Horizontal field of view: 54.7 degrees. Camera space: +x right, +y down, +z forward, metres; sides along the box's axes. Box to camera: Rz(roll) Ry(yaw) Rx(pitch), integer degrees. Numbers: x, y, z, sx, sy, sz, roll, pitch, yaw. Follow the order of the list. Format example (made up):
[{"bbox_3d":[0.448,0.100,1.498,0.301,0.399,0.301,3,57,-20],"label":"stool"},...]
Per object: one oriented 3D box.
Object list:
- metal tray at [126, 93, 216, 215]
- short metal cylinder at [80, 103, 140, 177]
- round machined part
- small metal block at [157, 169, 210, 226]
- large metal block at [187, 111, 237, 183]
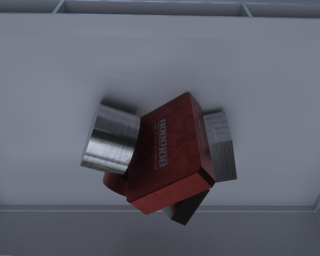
[{"bbox_3d":[0.009,0.025,0.359,0.090,0.130,0.030,-28,126,21],"label":"metal tray"},{"bbox_3d":[-0.062,0.015,0.382,0.050,0.080,0.079,18,128,-15],"label":"short metal cylinder"},{"bbox_3d":[-0.025,0.065,0.427,0.099,0.098,0.042,16,93,-14],"label":"round machined part"},{"bbox_3d":[0.023,0.078,0.368,0.025,0.050,0.050,35,90,-34],"label":"small metal block"},{"bbox_3d":[0.054,0.031,0.408,0.080,0.050,0.080,-11,134,9],"label":"large metal block"}]
